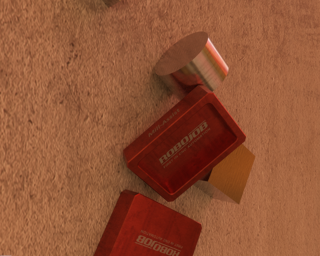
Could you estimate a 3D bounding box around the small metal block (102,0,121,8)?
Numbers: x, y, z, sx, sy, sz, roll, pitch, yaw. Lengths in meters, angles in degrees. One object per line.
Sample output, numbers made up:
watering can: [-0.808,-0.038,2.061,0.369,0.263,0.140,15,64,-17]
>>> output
small metal block: [-0.056,-0.178,0.357,0.050,0.025,0.050,45,63,-31]

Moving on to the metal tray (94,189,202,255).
metal tray: [-0.009,0.144,0.394,0.130,0.030,0.090,35,68,-34]

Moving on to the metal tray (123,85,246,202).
metal tray: [0.031,0.022,0.385,0.130,0.030,0.090,-41,120,4]

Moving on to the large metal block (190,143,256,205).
large metal block: [0.090,0.057,0.463,0.080,0.050,0.080,39,67,-33]

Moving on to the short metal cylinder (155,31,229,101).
short metal cylinder: [0.041,-0.079,0.403,0.050,0.080,0.080,47,62,-30]
